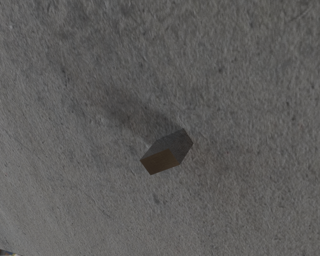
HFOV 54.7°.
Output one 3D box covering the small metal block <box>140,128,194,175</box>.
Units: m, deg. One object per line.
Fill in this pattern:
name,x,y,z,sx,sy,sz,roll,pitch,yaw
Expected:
small metal block,0.009,0.031,0.404,0.050,0.050,0.025,-26,105,36
